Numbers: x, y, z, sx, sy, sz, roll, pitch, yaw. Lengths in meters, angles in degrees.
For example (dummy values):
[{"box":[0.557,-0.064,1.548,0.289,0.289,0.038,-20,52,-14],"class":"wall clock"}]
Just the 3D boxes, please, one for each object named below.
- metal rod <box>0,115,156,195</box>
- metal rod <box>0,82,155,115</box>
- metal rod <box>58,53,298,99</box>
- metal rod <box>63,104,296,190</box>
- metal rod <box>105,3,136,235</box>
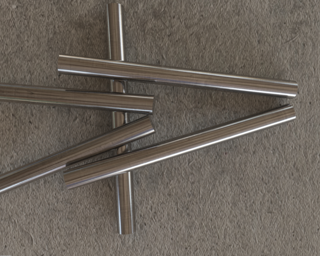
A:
[{"box":[-0.149,0.050,0.395,0.301,0.025,0.025,-22,90,5],"class":"metal rod"},{"box":[-0.157,-0.042,0.395,0.302,0.025,0.025,5,90,5],"class":"metal rod"},{"box":[0.028,-0.065,0.395,0.302,0.025,0.025,5,90,-7],"class":"metal rod"},{"box":[0.030,0.022,0.396,0.302,0.025,0.025,-16,90,-7],"class":"metal rod"},{"box":[-0.052,-0.012,0.410,0.025,0.025,0.298,-3,90,-1],"class":"metal rod"}]
